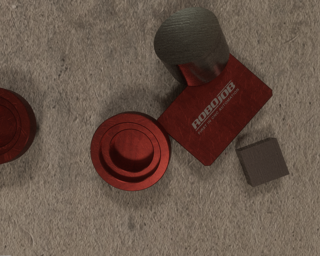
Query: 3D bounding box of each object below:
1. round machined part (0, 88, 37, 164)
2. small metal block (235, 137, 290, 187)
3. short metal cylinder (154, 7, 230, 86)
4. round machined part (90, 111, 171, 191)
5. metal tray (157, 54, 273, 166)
[{"bbox_3d":[-0.208,-0.002,0.399,0.099,0.042,0.097,0,90,-1],"label":"round machined part"},{"bbox_3d":[0.135,0.045,0.412,0.050,0.025,0.050,-20,90,-1],"label":"small metal block"},{"bbox_3d":[0.040,-0.099,0.380,0.080,0.050,0.080,-10,64,22],"label":"short metal cylinder"},{"bbox_3d":[-0.034,0.027,0.394,0.099,0.042,0.097,1,100,7],"label":"round machined part"},{"bbox_3d":[0.070,-0.026,0.408,0.090,0.030,0.130,41,90,-1],"label":"metal tray"}]
